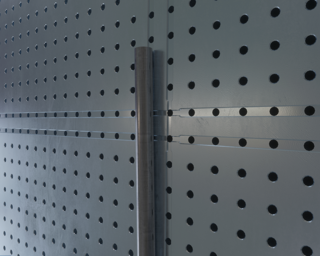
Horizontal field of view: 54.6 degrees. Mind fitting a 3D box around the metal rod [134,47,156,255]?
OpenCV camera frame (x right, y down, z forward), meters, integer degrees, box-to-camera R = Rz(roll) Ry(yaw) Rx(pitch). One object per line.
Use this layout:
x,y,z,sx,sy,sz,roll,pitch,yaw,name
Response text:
-0.021,0.040,0.427,0.025,0.025,0.298,-1,89,40,metal rod
